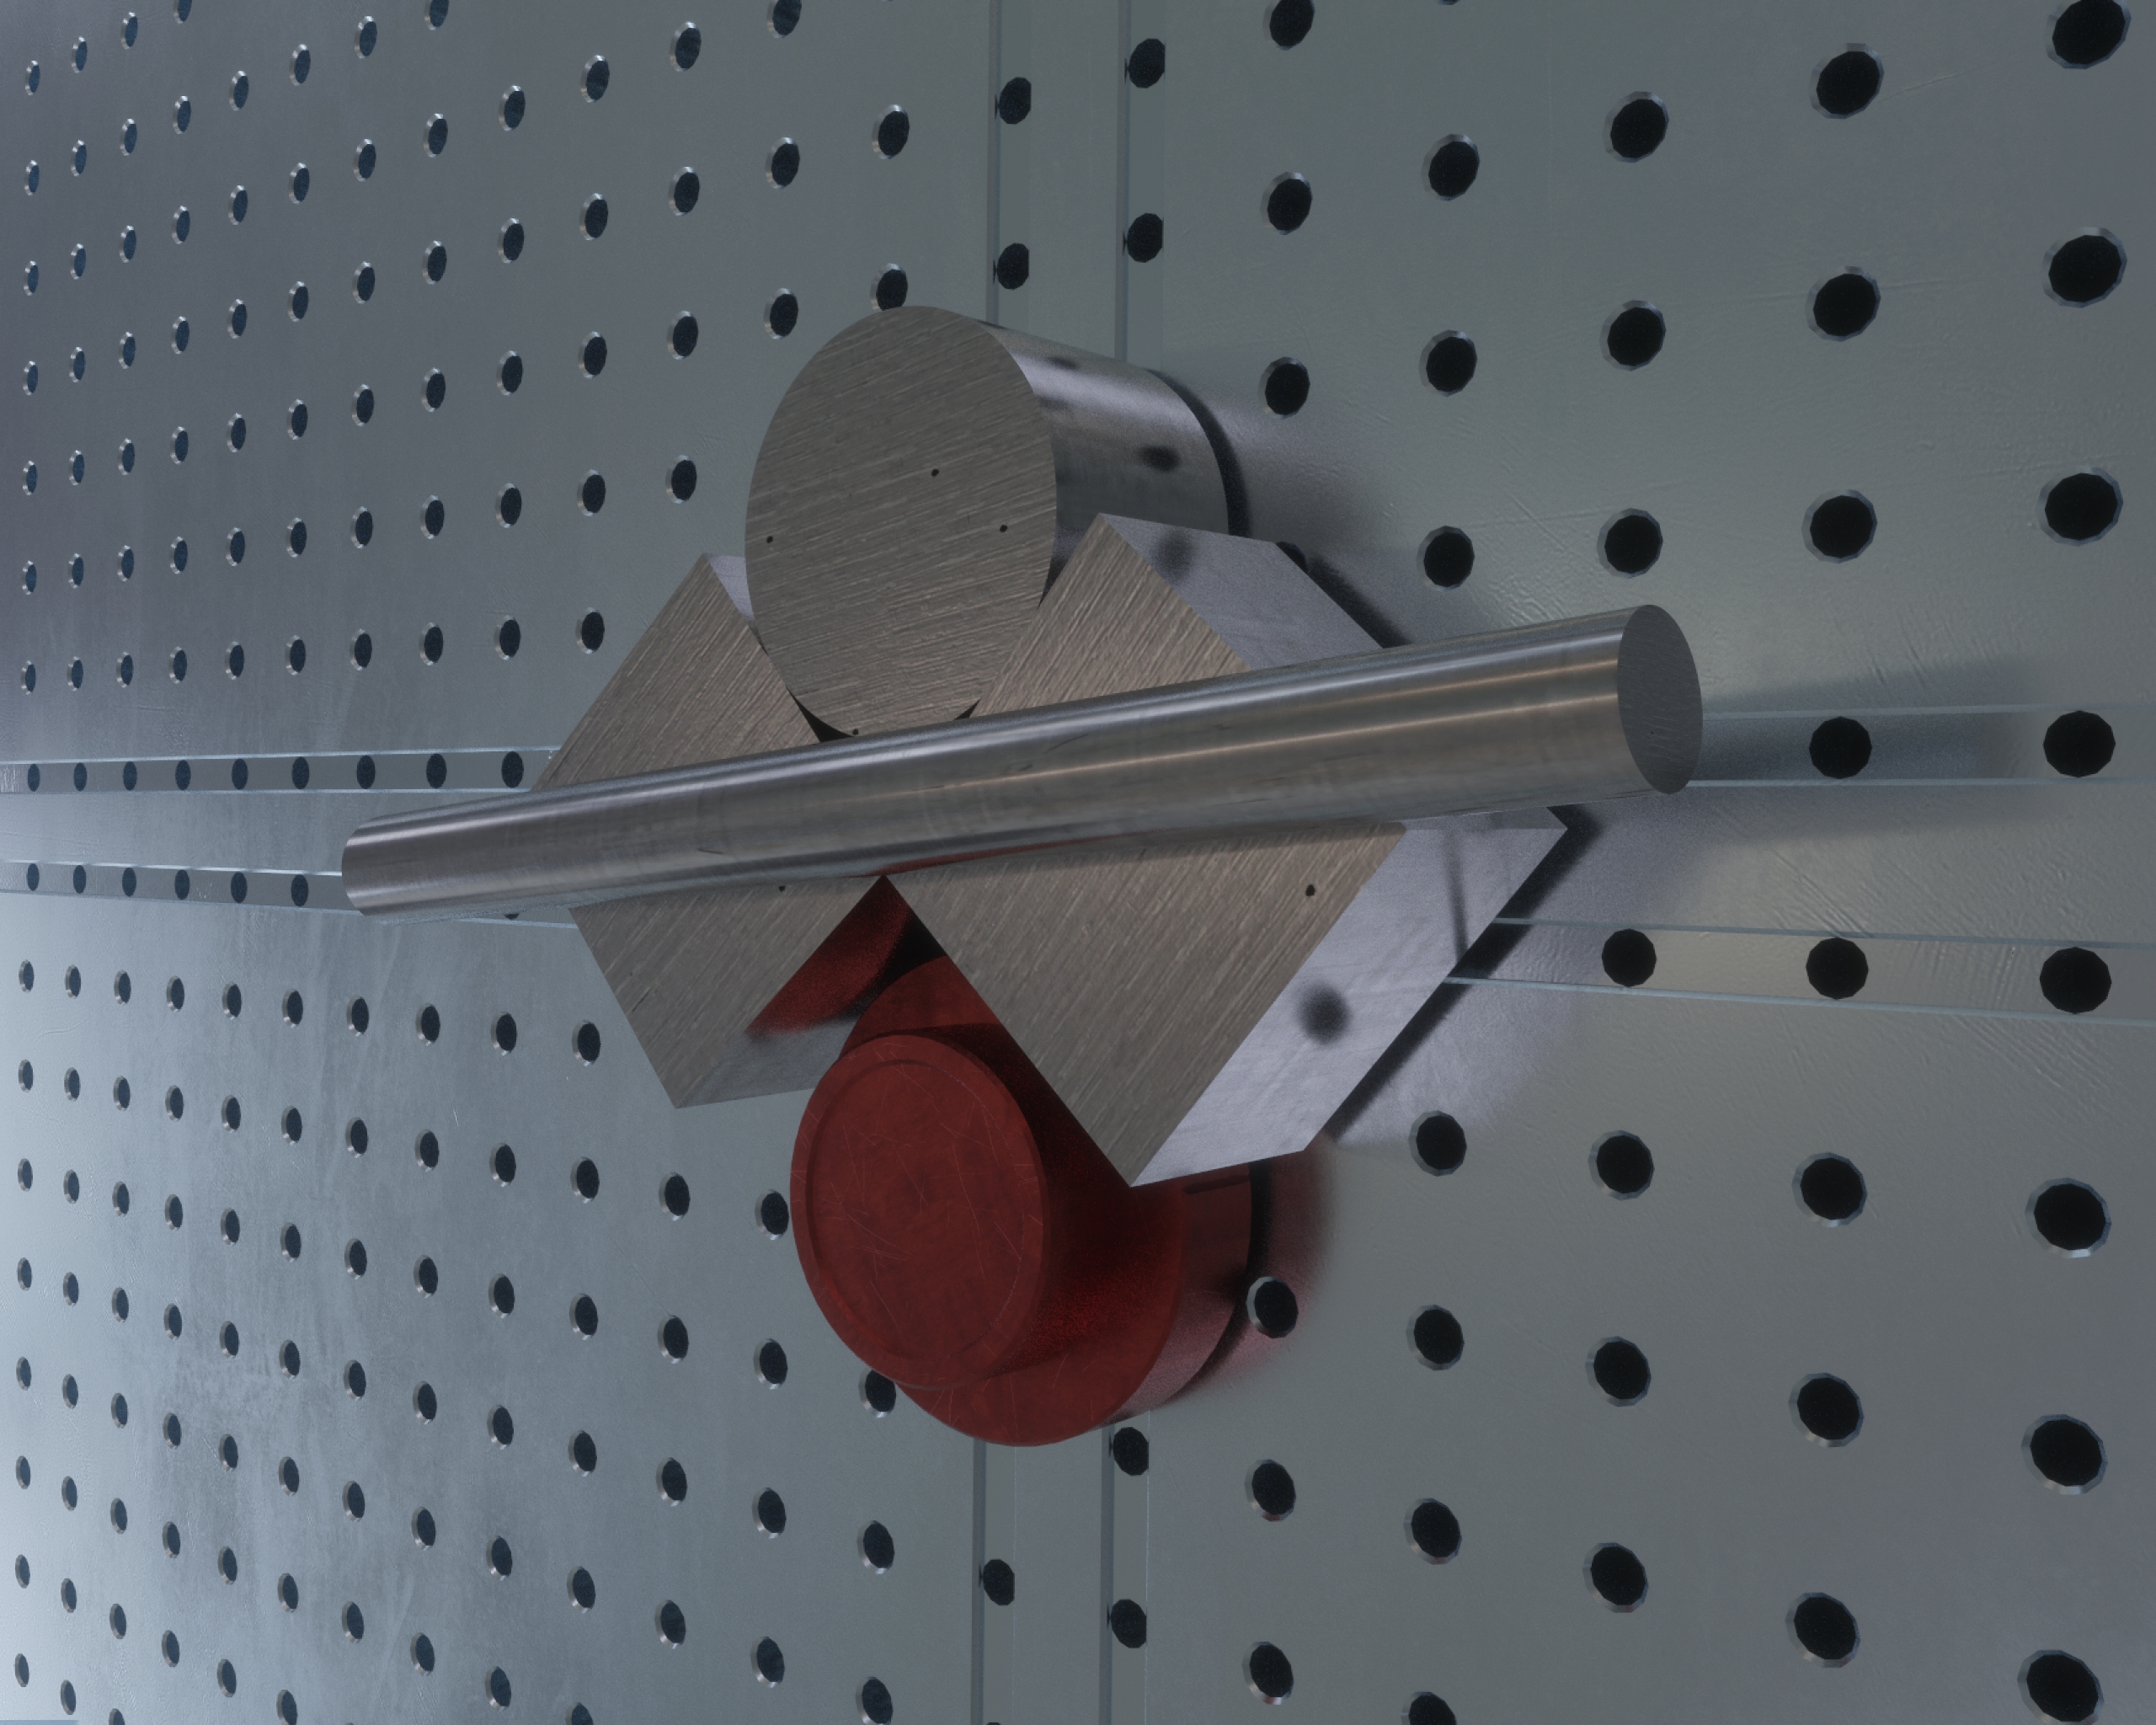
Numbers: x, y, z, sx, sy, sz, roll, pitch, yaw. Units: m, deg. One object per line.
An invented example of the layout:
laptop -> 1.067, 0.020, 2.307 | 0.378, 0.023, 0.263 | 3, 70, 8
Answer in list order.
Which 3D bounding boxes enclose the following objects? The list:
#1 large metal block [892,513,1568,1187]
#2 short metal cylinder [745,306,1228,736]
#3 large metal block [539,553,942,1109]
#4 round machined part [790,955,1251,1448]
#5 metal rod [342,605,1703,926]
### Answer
large metal block -> 0.023, -0.003, 0.366 | 0.080, 0.050, 0.080 | 50, 120, 28
short metal cylinder -> -0.018, -0.062, 0.403 | 0.080, 0.050, 0.079 | 0, 90, 40
large metal block -> -0.063, -0.006, 0.439 | 0.080, 0.050, 0.080 | -47, 64, 29
round machined part -> -0.018, 0.065, 0.408 | 0.098, 0.042, 0.097 | 0, 90, 40
metal rod -> -0.038, -0.010, 0.368 | 0.300, 0.025, 0.025 | -6, 86, 40
